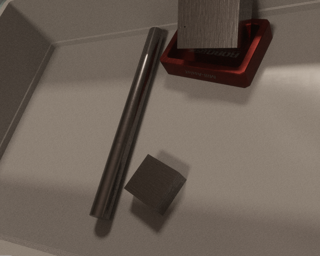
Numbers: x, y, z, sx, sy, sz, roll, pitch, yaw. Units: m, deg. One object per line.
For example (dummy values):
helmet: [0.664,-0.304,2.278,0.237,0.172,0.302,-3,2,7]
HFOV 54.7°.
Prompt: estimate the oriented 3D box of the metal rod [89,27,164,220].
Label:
metal rod: [-0.039,-0.023,0.438,0.025,0.025,0.300,0,62,28]

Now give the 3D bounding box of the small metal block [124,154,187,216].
small metal block: [-0.006,0.066,0.367,0.050,0.025,0.050,27,76,37]

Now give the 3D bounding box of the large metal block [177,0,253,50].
large metal block: [0.070,-0.142,0.398,0.080,0.050,0.079,8,104,31]

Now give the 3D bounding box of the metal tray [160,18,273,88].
metal tray: [0.075,-0.110,0.429,0.130,0.030,0.090,17,71,34]
